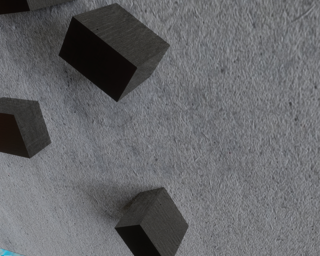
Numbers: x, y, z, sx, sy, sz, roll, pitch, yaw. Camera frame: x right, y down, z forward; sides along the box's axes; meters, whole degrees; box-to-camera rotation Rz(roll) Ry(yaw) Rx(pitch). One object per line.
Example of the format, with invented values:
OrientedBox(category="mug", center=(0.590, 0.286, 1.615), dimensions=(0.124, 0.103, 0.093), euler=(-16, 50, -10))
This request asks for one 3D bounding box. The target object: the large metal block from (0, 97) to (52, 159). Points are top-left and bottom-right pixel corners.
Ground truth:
OrientedBox(category="large metal block", center=(-0.240, -0.002, 0.516), dimensions=(0.080, 0.050, 0.079), euler=(8, 122, 24))

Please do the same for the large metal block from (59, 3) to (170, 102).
OrientedBox(category="large metal block", center=(-0.048, -0.086, 0.343), dimensions=(0.080, 0.080, 0.050), euler=(39, 129, 2))

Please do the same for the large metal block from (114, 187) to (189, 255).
OrientedBox(category="large metal block", center=(-0.009, 0.150, 0.469), dimensions=(0.050, 0.080, 0.080), euler=(-20, 108, 36))

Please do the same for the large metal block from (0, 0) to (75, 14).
OrientedBox(category="large metal block", center=(-0.144, -0.175, 0.339), dimensions=(0.050, 0.080, 0.079), euler=(5, 121, 26))
